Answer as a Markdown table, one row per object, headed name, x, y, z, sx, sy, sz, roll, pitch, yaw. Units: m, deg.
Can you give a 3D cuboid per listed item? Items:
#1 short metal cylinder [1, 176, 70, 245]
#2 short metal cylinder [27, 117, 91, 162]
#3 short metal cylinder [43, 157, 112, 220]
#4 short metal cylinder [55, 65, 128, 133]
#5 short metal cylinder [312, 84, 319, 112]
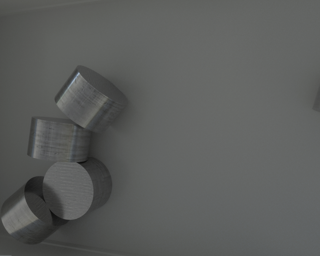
| name | x | y | z | sx | sy | sz | roll | pitch | yaw |
| --- | --- | --- | --- | --- | --- | --- | --- | --- | --- |
| short metal cylinder | -0.173 | 0.116 | 0.441 | 0.050 | 0.080 | 0.080 | -39 | 78 | 16 |
| short metal cylinder | -0.137 | 0.014 | 0.428 | 0.080 | 0.080 | 0.050 | 9 | 93 | 19 |
| short metal cylinder | -0.115 | 0.082 | 0.436 | 0.080 | 0.050 | 0.079 | 0 | 90 | 19 |
| short metal cylinder | -0.090 | -0.038 | 0.412 | 0.080 | 0.080 | 0.050 | 43 | 104 | 14 |
| short metal cylinder | 0.203 | -0.034 | 0.310 | 0.080 | 0.080 | 0.050 | 17 | 96 | 19 |
